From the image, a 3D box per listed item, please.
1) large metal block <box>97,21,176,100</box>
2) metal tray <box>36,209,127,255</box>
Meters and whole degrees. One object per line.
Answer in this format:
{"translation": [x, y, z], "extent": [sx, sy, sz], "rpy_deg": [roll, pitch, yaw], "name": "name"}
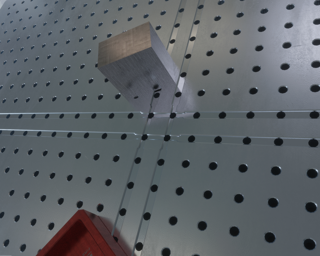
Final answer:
{"translation": [-0.032, -0.093, 0.447], "extent": [0.080, 0.080, 0.050], "rpy_deg": [-18, 55, 18], "name": "large metal block"}
{"translation": [-0.106, 0.172, 0.355], "extent": [0.130, 0.030, 0.090], "rpy_deg": [-47, 51, -5], "name": "metal tray"}
